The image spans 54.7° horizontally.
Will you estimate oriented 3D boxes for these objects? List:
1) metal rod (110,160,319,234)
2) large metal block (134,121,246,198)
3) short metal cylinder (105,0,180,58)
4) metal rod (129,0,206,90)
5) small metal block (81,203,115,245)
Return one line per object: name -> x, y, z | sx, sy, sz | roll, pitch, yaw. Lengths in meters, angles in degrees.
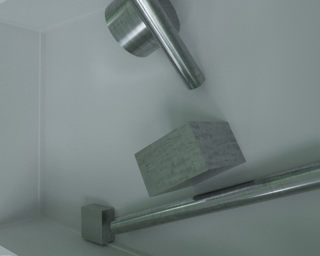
metal rod -> 0.046, 0.092, 0.367 | 0.299, 0.025, 0.025 | -26, 74, 36
large metal block -> 0.034, 0.033, 0.342 | 0.080, 0.081, 0.050 | -33, 70, 35
short metal cylinder -> -0.021, -0.136, 0.386 | 0.050, 0.081, 0.080 | -28, 73, 36
metal rod -> -0.037, -0.159, 0.304 | 0.025, 0.025, 0.300 | -12, 127, 39
small metal block -> -0.097, 0.149, 0.484 | 0.050, 0.025, 0.050 | -2, 89, 39
